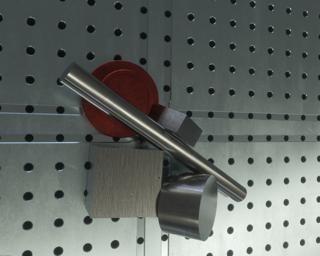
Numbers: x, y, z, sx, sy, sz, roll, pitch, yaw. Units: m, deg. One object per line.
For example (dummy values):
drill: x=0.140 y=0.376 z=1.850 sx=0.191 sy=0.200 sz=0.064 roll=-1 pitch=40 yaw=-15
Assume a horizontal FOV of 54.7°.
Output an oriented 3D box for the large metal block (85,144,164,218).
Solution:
large metal block: x=-0.045 y=0.064 z=0.381 sx=0.081 sy=0.050 sz=0.080 roll=5 pitch=88 yaw=-20

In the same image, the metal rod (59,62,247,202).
metal rod: x=0.012 y=0.021 z=0.384 sx=0.301 sy=0.025 sz=0.025 roll=36 pitch=78 yaw=-30

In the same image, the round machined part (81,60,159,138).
round machined part: x=-0.047 y=-0.036 z=0.387 sx=0.099 sy=0.042 sz=0.097 roll=0 pitch=90 yaw=-21

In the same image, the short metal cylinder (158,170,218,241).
short metal cylinder: x=0.038 y=0.097 z=0.392 sx=0.080 sy=0.050 sz=0.079 roll=4 pitch=90 yaw=-65

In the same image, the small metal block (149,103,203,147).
small metal block: x=0.019 y=-0.003 z=0.397 sx=0.025 sy=0.050 sz=0.050 roll=-60 pitch=142 yaw=-7
